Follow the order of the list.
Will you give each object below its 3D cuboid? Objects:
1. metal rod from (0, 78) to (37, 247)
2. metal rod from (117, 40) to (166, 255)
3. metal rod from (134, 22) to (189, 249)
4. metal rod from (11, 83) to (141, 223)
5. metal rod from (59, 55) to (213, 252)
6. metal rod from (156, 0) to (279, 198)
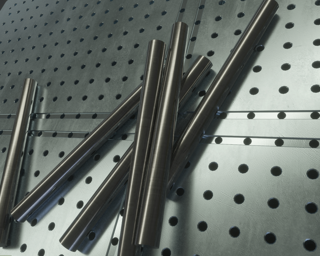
[{"bbox_3d":[-0.237,0.038,0.511,0.025,0.025,0.300,-18,55,18],"label":"metal rod"},{"bbox_3d":[-0.021,0.026,0.377,0.025,0.025,0.299,-3,68,27],"label":"metal rod"},{"bbox_3d":[0.008,-0.013,0.379,0.025,0.025,0.300,-5,59,26],"label":"metal rod"},{"bbox_3d":[-0.095,0.019,0.447,0.300,0.025,0.025,-45,51,-3],"label":"metal rod"},{"bbox_3d":[-0.025,0.026,0.406,0.025,0.025,0.300,29,77,37],"label":"metal rod"},{"bbox_3d":[0.076,-0.048,0.398,0.025,0.025,0.300,23,74,36],"label":"metal rod"}]
